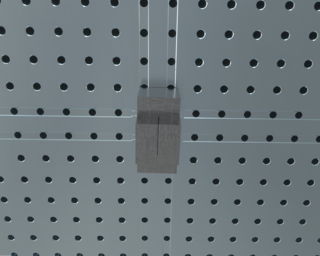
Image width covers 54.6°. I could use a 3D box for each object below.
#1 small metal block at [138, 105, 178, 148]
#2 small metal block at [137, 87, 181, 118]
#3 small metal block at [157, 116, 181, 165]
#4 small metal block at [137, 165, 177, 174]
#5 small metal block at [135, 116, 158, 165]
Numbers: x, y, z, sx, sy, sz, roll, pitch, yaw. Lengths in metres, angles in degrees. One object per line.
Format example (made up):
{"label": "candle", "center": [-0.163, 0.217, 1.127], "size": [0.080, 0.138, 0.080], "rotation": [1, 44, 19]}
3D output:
{"label": "small metal block", "center": [-0.003, -0.002, 0.412], "size": [0.050, 0.025, 0.050], "rotation": [2, 110, 0]}
{"label": "small metal block", "center": [-0.002, -0.033, 0.387], "size": [0.050, 0.050, 0.025], "rotation": [2, 110, -1]}
{"label": "small metal block", "center": [0.011, 0.011, 0.377], "size": [0.025, 0.050, 0.050], "rotation": [2, 110, 0]}
{"label": "small metal block", "center": [-0.003, 0.037, 0.413], "size": [0.050, 0.050, 0.025], "rotation": [2, 110, -1]}
{"label": "small metal block", "center": [-0.015, 0.010, 0.377], "size": [0.025, 0.050, 0.050], "rotation": [2, 110, -1]}
